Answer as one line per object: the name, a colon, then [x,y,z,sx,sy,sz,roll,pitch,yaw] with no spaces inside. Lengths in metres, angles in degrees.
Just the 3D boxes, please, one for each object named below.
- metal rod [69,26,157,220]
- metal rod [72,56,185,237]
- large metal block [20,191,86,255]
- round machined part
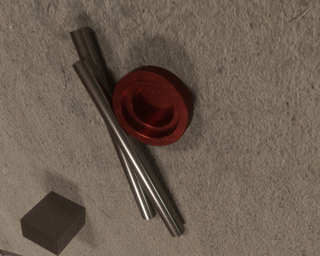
metal rod: [-0.059,0.009,0.441,0.025,0.025,0.298,-4,117,29]
metal rod: [-0.033,0.041,0.431,0.025,0.025,0.299,-10,119,32]
large metal block: [-0.198,0.177,0.582,0.080,0.080,0.050,22,127,14]
round machined part: [-0.005,-0.030,0.379,0.098,0.042,0.097,13,124,20]
